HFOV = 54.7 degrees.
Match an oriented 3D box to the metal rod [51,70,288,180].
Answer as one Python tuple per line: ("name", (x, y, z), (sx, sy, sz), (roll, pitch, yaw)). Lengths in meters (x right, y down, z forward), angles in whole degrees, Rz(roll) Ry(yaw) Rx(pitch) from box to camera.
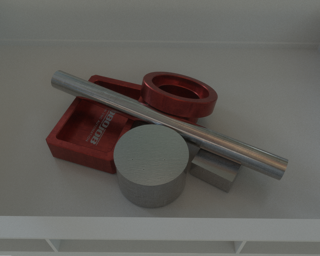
("metal rod", (-0.001, -0.010, 0.373), (0.301, 0.025, 0.025), (22, 53, 14))

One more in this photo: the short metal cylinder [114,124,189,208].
("short metal cylinder", (-0.009, 0.042, 0.350), (0.081, 0.050, 0.080), (0, 50, 0))

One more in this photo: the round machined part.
("round machined part", (0.022, -0.036, 0.406), (0.099, 0.042, 0.098), (12, 27, -6))

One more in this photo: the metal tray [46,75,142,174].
("metal tray", (-0.074, -0.011, 0.406), (0.090, 0.030, 0.130), (14, 51, 11))

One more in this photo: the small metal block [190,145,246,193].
("small metal block", (0.070, 0.041, 0.369), (0.050, 0.025, 0.050), (25, 54, 19))
